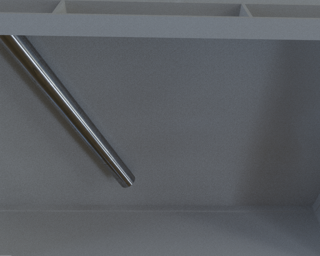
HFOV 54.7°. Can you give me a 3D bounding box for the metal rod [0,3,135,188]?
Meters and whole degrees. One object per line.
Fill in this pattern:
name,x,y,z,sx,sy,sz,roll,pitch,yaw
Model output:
metal rod,-0.112,-0.021,0.389,0.025,0.025,0.299,-19,128,15
